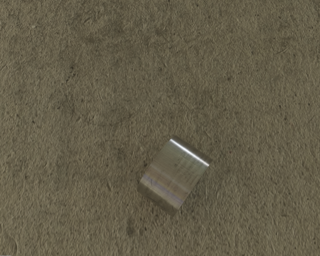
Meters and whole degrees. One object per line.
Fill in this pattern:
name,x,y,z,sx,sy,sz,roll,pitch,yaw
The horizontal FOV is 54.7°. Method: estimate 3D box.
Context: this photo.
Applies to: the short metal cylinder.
short metal cylinder,0.018,0.055,0.359,0.050,0.080,0.080,34,74,11
